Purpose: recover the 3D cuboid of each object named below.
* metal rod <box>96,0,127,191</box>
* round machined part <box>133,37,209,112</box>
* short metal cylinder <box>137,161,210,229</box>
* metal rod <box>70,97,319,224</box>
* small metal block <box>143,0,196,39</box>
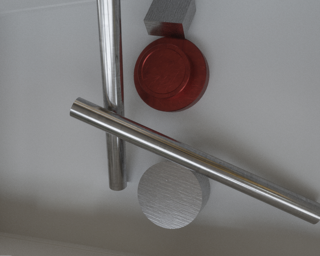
[{"bbox_3d":[-0.056,-0.053,0.366,0.025,0.025,0.298,11,118,19],"label":"metal rod"},{"bbox_3d":[0.011,-0.070,0.397,0.098,0.042,0.097,0,90,19],"label":"round machined part"},{"bbox_3d":[0.019,0.079,0.390,0.080,0.050,0.079,0,90,19],"label":"short metal cylinder"},{"bbox_3d":[0.039,0.036,0.355,0.301,0.025,0.025,24,98,2],"label":"metal rod"},{"bbox_3d":[0.014,-0.143,0.394,0.050,0.025,0.050,12,65,19],"label":"small metal block"}]
